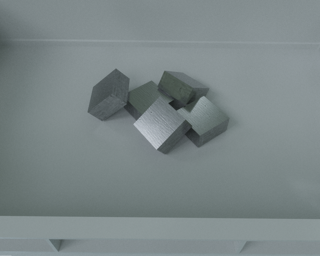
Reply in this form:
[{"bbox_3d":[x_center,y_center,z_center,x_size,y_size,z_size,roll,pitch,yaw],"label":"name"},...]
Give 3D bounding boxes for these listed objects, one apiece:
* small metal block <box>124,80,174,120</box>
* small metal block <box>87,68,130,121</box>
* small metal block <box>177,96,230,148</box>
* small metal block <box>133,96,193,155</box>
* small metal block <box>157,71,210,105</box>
[{"bbox_3d":[-0.016,-0.034,0.431,0.050,0.025,0.050,-31,57,-24],"label":"small metal block"},{"bbox_3d":[-0.069,-0.045,0.422,0.050,0.025,0.050,-31,40,32],"label":"small metal block"},{"bbox_3d":[0.055,-0.009,0.411,0.050,0.025,0.050,-29,56,-23],"label":"small metal block"},{"bbox_3d":[0.003,-0.004,0.391,0.050,0.025,0.050,-47,59,4],"label":"small metal block"},{"bbox_3d":[0.034,-0.057,0.436,0.050,0.025,0.050,36,24,25],"label":"small metal block"}]
